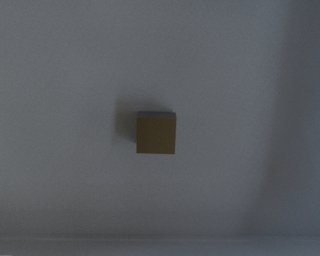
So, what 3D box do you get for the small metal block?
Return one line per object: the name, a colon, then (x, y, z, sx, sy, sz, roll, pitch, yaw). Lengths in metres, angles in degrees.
small metal block: (-0.005, 0.006, 0.409, 0.050, 0.025, 0.050, 2, 110, -1)
